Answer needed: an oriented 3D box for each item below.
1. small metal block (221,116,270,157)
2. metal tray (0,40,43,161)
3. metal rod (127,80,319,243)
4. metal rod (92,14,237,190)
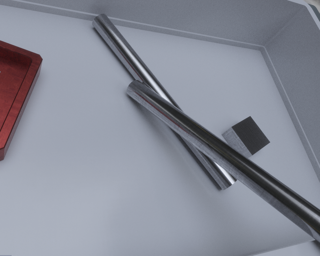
[{"bbox_3d":[0.130,0.016,0.468,0.050,0.025,0.050,-26,76,-37],"label":"small metal block"},{"bbox_3d":[-0.189,-0.037,0.323,0.091,0.030,0.130,19,54,-18],"label":"metal tray"},{"bbox_3d":[0.065,0.025,0.346,0.025,0.025,0.300,-25,50,-37],"label":"metal rod"},{"bbox_3d":[0.002,-0.042,0.433,0.025,0.025,0.300,-31,79,-38],"label":"metal rod"}]
